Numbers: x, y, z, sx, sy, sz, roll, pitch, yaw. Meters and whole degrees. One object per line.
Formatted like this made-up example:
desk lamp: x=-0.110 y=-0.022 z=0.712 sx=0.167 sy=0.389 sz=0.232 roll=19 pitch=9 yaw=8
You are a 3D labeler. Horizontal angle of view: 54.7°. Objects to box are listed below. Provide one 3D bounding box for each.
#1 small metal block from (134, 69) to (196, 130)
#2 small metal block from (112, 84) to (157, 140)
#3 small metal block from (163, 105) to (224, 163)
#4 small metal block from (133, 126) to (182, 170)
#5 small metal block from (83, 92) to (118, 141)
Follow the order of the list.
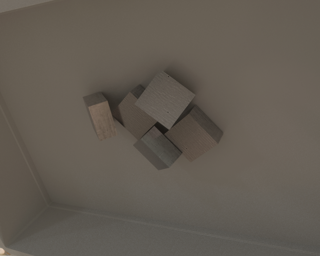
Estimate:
small metal block: x=0.007 y=-0.033 z=0.367 sx=0.050 sy=0.025 sz=0.050 roll=37 pitch=94 yaw=3
small metal block: x=-0.028 y=-0.020 z=0.407 sx=0.050 sy=0.025 sz=0.050 roll=44 pitch=129 yaw=-3
small metal block: x=0.042 y=0.008 z=0.388 sx=0.050 sy=0.025 sz=0.050 roll=46 pitch=129 yaw=-4
small metal block: x=-0.005 y=0.028 z=0.410 sx=0.050 sy=0.025 sz=0.050 roll=45 pitch=160 yaw=-3
small metal block: x=-0.081 y=-0.017 z=0.420 sx=0.050 sy=0.025 sz=0.050 roll=-137 pitch=30 yaw=-61
